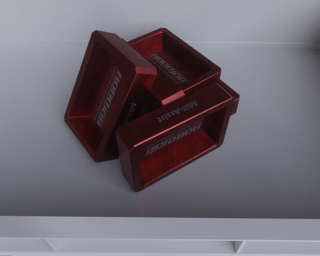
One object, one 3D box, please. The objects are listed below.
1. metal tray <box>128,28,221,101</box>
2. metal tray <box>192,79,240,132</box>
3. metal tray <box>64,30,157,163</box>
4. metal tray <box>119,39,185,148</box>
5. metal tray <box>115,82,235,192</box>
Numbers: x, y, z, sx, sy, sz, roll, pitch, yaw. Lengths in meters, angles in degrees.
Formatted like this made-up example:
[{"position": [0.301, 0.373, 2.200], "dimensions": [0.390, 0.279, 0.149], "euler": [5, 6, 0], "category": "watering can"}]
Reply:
[{"position": [0.009, -0.086, 0.433], "dimensions": [0.091, 0.030, 0.130], "euler": [-30, 56, -23], "category": "metal tray"}, {"position": [0.037, -0.053, 0.447], "dimensions": [0.091, 0.030, 0.130], "euler": [-28, 55, -20], "category": "metal tray"}, {"position": [-0.064, -0.035, 0.366], "dimensions": [0.030, 0.129, 0.090], "euler": [-6, 42, -47], "category": "metal tray"}, {"position": [-0.023, -0.043, 0.396], "dimensions": [0.030, 0.089, 0.130], "euler": [-30, 57, -23], "category": "metal tray"}, {"position": [0.018, 0.011, 0.351], "dimensions": [0.131, 0.089, 0.030], "euler": [-26, 55, -21], "category": "metal tray"}]
